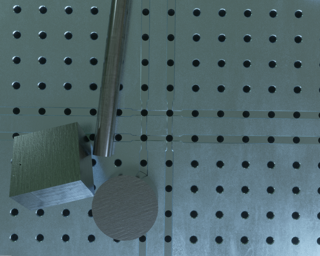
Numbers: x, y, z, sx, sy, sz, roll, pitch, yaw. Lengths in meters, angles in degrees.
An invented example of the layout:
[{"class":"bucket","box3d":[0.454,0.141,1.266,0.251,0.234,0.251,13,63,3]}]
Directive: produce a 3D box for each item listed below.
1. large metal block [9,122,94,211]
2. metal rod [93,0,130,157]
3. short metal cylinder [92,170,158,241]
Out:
[{"class":"large metal block","box3d":[-0.130,0.047,0.382,0.080,0.050,0.080,-13,57,0]},{"class":"metal rod","box3d":[-0.059,-0.112,0.412,0.025,0.025,0.298,7,90,0]},{"class":"short metal cylinder","box3d":[-0.042,0.097,0.400,0.081,0.050,0.080,0,90,0]}]
